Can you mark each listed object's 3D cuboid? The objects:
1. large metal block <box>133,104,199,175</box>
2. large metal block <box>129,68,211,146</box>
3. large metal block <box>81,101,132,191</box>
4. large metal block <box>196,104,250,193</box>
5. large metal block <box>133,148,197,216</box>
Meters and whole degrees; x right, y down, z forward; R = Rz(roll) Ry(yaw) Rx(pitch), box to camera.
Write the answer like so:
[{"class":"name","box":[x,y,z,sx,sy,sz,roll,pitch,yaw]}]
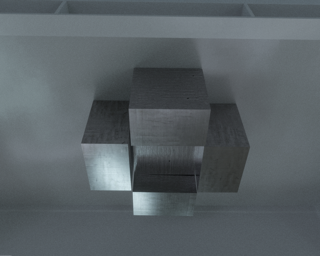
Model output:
[{"class":"large metal block","box":[0.008,0.015,0.402,0.081,0.050,0.079,0,130,-1]},{"class":"large metal block","box":[0.009,-0.025,0.349,0.081,0.080,0.050,1,130,-1]},{"class":"large metal block","box":[-0.060,0.021,0.389,0.050,0.080,0.079,1,130,-1]},{"class":"large metal block","box":[0.073,0.025,0.394,0.050,0.080,0.079,1,130,-1]},{"class":"large metal block","box":[0.005,0.074,0.434,0.081,0.080,0.050,1,130,-1]}]
